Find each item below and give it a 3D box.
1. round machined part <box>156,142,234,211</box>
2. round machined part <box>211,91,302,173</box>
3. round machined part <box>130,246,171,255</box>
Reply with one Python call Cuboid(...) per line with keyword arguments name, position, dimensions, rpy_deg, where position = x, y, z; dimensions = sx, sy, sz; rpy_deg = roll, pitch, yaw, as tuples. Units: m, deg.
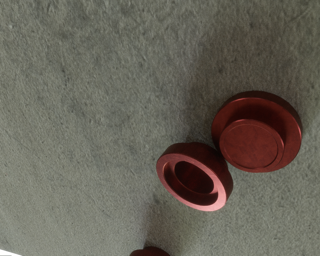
Cuboid(name="round machined part", position=(0.048, 0.057, 0.396), dimensions=(0.098, 0.042, 0.097), rpy_deg=(22, 137, 23))
Cuboid(name="round machined part", position=(0.105, 0.011, 0.347), dimensions=(0.098, 0.042, 0.097), rpy_deg=(13, 124, 20))
Cuboid(name="round machined part", position=(-0.011, 0.253, 0.557), dimensions=(0.098, 0.042, 0.097), rpy_deg=(13, 124, 20))
